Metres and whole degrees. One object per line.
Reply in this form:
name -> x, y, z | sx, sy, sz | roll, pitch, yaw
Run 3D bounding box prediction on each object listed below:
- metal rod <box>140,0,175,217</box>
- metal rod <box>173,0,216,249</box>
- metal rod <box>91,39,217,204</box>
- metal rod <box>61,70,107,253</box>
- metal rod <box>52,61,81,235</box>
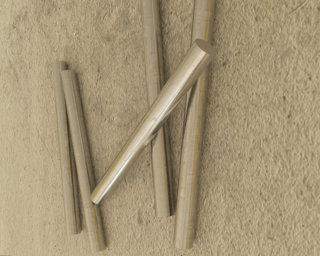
metal rod -> -0.004, -0.037, 0.408 | 0.025, 0.025, 0.298 | -7, 86, 40
metal rod -> 0.041, -0.005, 0.371 | 0.025, 0.025, 0.298 | 8, 95, 40
metal rod -> -0.026, 0.015, 0.395 | 0.025, 0.025, 0.298 | 57, 132, 24
metal rod -> -0.127, 0.048, 0.510 | 0.025, 0.025, 0.299 | -20, 77, 38
metal rod -> -0.164, 0.031, 0.540 | 0.025, 0.025, 0.298 | -11, 83, 39
